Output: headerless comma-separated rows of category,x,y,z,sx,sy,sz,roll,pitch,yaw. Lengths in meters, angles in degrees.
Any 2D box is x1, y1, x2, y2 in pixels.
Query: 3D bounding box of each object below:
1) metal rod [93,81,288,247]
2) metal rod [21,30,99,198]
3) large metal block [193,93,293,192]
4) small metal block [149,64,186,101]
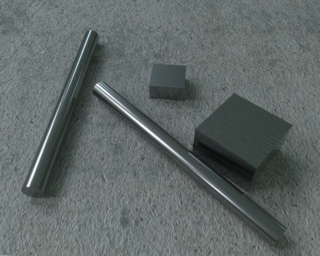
metal rod,0.017,0.027,0.380,0.025,0.025,0.300,-36,59,-27
metal rod,-0.129,-0.043,0.437,0.025,0.025,0.300,4,50,2
large metal block,0.097,0.015,0.376,0.080,0.050,0.080,35,58,25
small metal block,0.012,-0.069,0.461,0.050,0.025,0.050,4,50,3
